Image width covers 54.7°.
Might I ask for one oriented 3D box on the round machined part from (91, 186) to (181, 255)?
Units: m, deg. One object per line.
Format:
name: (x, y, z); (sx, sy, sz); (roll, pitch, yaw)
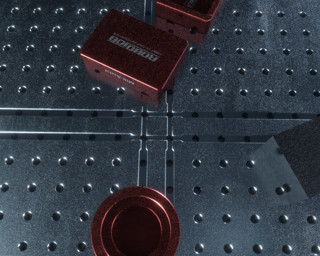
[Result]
round machined part: (-0.026, 0.119, 0.359); (0.099, 0.042, 0.098); (0, 70, 0)

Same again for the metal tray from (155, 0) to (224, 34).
metal tray: (0.060, -0.221, 0.490); (0.090, 0.030, 0.130); (24, 72, 8)

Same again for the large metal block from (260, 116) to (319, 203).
large metal block: (0.187, 0.038, 0.386); (0.080, 0.050, 0.080); (-21, 72, -8)

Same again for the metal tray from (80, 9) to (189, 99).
metal tray: (-0.036, -0.109, 0.448); (0.130, 0.030, 0.090); (26, 72, 9)
